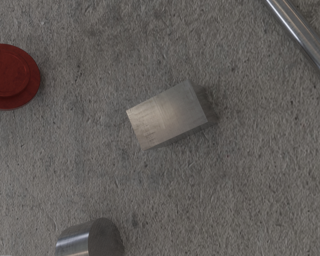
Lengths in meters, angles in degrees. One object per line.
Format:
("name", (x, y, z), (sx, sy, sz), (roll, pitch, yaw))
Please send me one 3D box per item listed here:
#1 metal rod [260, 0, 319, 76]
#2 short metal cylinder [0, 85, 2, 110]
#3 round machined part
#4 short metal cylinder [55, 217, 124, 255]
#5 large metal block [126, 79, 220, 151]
("metal rod", (0.150, -0.125, 0.356), (0.025, 0.025, 0.299), (-36, 79, 16))
("short metal cylinder", (-0.294, -0.053, 0.483), (0.080, 0.080, 0.050), (-8, 87, 20))
("round machined part", (-0.226, -0.076, 0.450), (0.099, 0.042, 0.097), (3, 83, -25))
("short metal cylinder", (-0.091, 0.165, 0.412), (0.050, 0.080, 0.080), (-21, 83, 19))
("large metal block", (0.019, -0.013, 0.373), (0.080, 0.080, 0.050), (-25, 82, 18))
